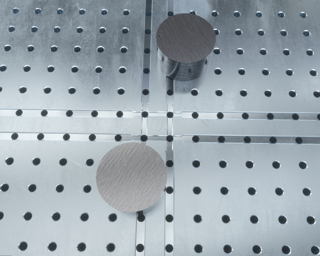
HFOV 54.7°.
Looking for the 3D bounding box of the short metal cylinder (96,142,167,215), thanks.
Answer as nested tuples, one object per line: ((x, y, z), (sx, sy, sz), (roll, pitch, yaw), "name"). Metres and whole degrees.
((-0.032, 0.063, 0.375), (0.081, 0.050, 0.080), (0, 70, 0), "short metal cylinder")

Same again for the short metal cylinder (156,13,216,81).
((0.035, -0.114, 0.440), (0.081, 0.050, 0.080), (0, 70, 0), "short metal cylinder")
